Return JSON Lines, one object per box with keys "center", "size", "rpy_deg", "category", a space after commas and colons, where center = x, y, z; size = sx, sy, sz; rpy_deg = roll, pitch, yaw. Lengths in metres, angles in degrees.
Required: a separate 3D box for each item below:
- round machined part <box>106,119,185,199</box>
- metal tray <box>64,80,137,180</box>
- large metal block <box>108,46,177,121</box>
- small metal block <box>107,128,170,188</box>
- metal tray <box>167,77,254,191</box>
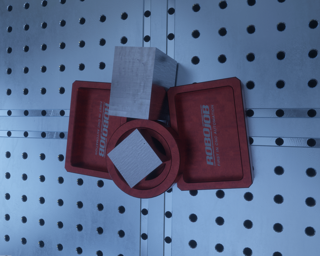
{"center": [-0.015, 0.037, 0.395], "size": [0.098, 0.042, 0.097], "rpy_deg": [0, 90, 19], "category": "round machined part"}
{"center": [-0.082, 0.002, 0.434], "size": [0.090, 0.030, 0.129], "rpy_deg": [7, 92, 19], "category": "metal tray"}
{"center": [-0.018, -0.052, 0.386], "size": [0.050, 0.080, 0.079], "rpy_deg": [7, 92, 20], "category": "large metal block"}
{"center": [-0.026, 0.036, 0.373], "size": [0.050, 0.025, 0.050], "rpy_deg": [-41, 77, 15], "category": "small metal block"}
{"center": [0.062, 0.009, 0.384], "size": [0.090, 0.030, 0.129], "rpy_deg": [-7, 88, 19], "category": "metal tray"}
